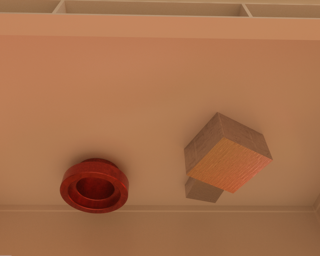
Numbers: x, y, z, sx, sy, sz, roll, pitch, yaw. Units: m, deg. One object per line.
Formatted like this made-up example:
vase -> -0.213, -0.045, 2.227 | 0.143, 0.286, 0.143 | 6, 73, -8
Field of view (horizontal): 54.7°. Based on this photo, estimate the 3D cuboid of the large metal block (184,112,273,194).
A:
large metal block -> 0.090, 0.036, 0.425 | 0.080, 0.050, 0.080 | 24, 126, -20

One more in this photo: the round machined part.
round machined part -> -0.096, 0.083, 0.468 | 0.099, 0.042, 0.097 | -1, 130, 0

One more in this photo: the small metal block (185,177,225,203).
small metal block -> 0.072, 0.089, 0.486 | 0.050, 0.025, 0.050 | 13, 129, -11
